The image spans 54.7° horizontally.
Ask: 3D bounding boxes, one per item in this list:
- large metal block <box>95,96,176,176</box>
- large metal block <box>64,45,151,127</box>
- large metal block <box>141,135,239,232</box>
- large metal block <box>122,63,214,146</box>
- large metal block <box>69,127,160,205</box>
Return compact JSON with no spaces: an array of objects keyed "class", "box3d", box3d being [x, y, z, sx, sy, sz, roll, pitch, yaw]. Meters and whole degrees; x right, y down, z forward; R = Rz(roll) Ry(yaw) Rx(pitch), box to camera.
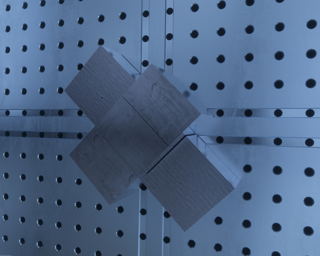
[{"class":"large metal block","box3d":[-0.021,0.009,0.390,0.050,0.080,0.080,-46,76,14]},{"class":"large metal block","box3d":[-0.066,-0.050,0.419,0.080,0.050,0.080,47,105,13]},{"class":"large metal block","box3d":[0.039,0.065,0.385,0.080,0.050,0.080,-46,76,15]},{"class":"large metal block","box3d":[0.014,-0.026,0.378,0.050,0.080,0.080,-46,76,14]},{"class":"large metal block","box3d":[-0.054,0.044,0.402,0.050,0.080,0.080,-46,76,14]}]
